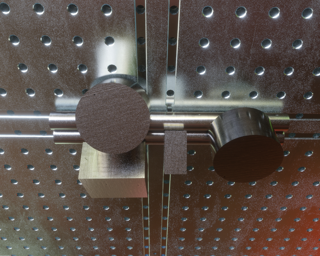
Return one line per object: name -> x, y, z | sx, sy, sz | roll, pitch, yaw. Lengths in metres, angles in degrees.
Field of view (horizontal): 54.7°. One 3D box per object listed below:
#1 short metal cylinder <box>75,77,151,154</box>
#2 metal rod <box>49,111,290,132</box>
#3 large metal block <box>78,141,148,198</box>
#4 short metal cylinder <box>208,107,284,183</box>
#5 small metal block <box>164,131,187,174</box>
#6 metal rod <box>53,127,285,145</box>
short metal cylinder -> -0.051, -0.016, 0.358 | 0.081, 0.050, 0.079 | 0, 106, -1
metal rod -> 0.013, -0.009, 0.400 | 0.302, 0.025, 0.025 | 0, 130, -1
large metal block -> -0.059, 0.059, 0.422 | 0.081, 0.050, 0.080 | -1, 150, 0
short metal cylinder -> 0.102, 0.022, 0.377 | 0.081, 0.050, 0.079 | 0, 130, 0
small metal block -> 0.018, 0.029, 0.378 | 0.025, 0.050, 0.050 | 0, 88, -1
metal rod -> 0.013, 0.010, 0.416 | 0.302, 0.025, 0.025 | 0, 130, -1
